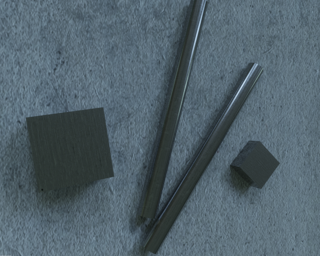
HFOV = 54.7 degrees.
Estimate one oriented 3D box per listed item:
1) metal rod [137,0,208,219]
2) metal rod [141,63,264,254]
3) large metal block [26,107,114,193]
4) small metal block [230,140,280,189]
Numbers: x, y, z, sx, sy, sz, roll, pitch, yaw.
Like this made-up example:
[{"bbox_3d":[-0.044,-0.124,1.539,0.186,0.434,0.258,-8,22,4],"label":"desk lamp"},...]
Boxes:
[{"bbox_3d":[0.018,-0.030,0.416,0.025,0.025,0.299,16,85,-20],"label":"metal rod"},{"bbox_3d":[0.064,0.034,0.434,0.025,0.025,0.300,36,78,-17],"label":"metal rod"},{"bbox_3d":[-0.104,0.022,0.358,0.081,0.050,0.079,-10,94,-20],"label":"large metal block"},{"bbox_3d":[0.142,0.054,0.464,0.050,0.025,0.050,45,76,-15],"label":"small metal block"}]
